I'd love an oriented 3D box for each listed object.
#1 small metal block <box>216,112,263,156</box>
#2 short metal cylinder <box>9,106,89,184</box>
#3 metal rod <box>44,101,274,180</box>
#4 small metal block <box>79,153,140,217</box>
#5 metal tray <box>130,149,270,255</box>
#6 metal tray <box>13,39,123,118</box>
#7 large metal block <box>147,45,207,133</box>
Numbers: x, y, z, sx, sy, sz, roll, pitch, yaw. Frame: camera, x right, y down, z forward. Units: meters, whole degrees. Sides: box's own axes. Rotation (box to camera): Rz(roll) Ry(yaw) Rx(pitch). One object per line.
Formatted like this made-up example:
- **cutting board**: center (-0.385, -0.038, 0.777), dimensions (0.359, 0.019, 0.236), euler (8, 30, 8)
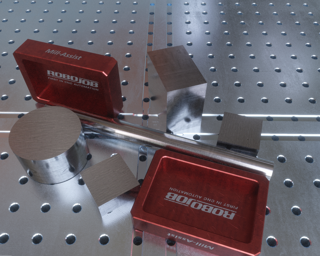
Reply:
- **small metal block**: center (0.102, 0.010, 0.399), dimensions (0.050, 0.025, 0.050), euler (13, 51, 11)
- **short metal cylinder**: center (-0.131, 0.020, 0.373), dimensions (0.080, 0.050, 0.080), euler (0, 50, 0)
- **metal rod**: center (-0.012, 0.013, 0.396), dimensions (0.301, 0.025, 0.025), euler (15, 52, 12)
- **small metal block**: center (-0.057, 0.064, 0.354), dimensions (0.050, 0.025, 0.050), euler (-26, 55, -20)
- **metal tray**: center (0.045, 0.080, 0.336), dimensions (0.131, 0.030, 0.090), euler (14, 52, 11)
- **metal tray**: center (-0.119, -0.062, 0.415), dimensions (0.131, 0.090, 0.030), euler (14, 52, 12)
- **large metal block**: center (0.020, -0.051, 0.417), dimensions (0.050, 0.080, 0.080), euler (-14, 52, -12)
